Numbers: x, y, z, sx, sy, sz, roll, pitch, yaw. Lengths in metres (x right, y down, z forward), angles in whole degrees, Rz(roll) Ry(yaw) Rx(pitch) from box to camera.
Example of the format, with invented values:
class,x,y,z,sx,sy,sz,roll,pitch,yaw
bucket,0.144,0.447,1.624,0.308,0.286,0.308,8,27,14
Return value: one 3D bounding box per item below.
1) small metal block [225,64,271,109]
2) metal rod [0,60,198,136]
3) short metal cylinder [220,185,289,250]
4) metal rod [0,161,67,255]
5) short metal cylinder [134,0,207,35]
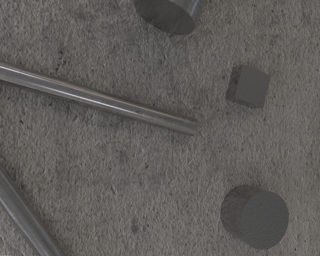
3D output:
class,x,y,z,sx,sy,sz,roll,pitch,yaw
small metal block,0.130,-0.060,0.457,0.050,0.025,0.050,17,85,-19
metal rod,-0.091,-0.039,0.375,0.302,0.025,0.025,16,85,-20
short metal cylinder,0.135,0.126,0.446,0.081,0.050,0.079,0,90,-20
metal rod,-0.169,0.075,0.346,0.025,0.025,0.299,-33,101,-17
short metal cylinder,0.015,-0.160,0.385,0.080,0.080,0.050,25,82,-19
